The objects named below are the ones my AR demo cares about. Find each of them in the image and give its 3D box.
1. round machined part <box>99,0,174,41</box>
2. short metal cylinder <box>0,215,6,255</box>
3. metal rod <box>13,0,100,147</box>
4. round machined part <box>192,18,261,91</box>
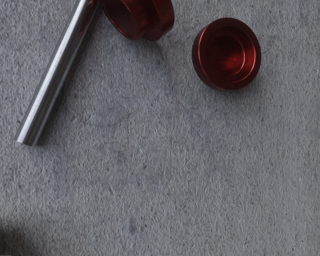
[{"bbox_3d":[-0.033,-0.142,0.359,0.042,0.098,0.098,-43,104,-15],"label":"round machined part"},{"bbox_3d":[-0.189,0.131,0.310,0.050,0.080,0.079,-5,92,-20],"label":"short metal cylinder"},{"bbox_3d":[-0.100,-0.121,0.372,0.025,0.025,0.299,24,82,-19],"label":"metal rod"},{"bbox_3d":[0.088,-0.099,0.434,0.099,0.042,0.097,0,90,-21],"label":"round machined part"}]
